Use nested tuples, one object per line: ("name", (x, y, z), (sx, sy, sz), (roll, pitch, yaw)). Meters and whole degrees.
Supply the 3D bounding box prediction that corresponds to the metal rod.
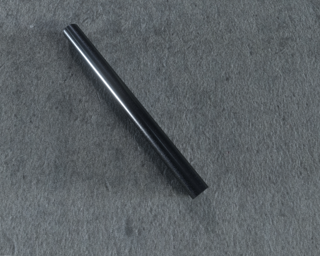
("metal rod", (-0.041, -0.032, 0.419), (0.025, 0.025, 0.300), (-36, 74, -12))
